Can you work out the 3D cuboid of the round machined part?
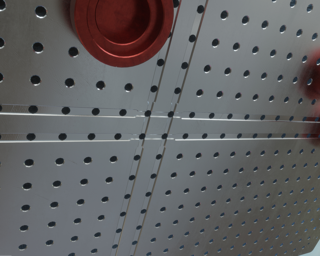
[{"bbox_3d":[-0.039,-0.113,0.308,0.099,0.042,0.097,-14,124,-21],"label":"round machined part"}]
